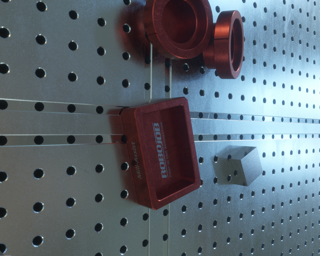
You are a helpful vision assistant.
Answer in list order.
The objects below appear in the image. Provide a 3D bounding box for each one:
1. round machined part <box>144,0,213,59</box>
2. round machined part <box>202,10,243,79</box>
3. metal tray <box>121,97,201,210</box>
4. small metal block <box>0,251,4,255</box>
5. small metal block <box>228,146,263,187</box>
[{"bbox_3d":[0.020,-0.140,0.409,0.099,0.042,0.097,-5,99,-34],"label":"round machined part"},{"bbox_3d":[0.093,-0.122,0.460,0.098,0.042,0.097,4,90,-64],"label":"round machined part"},{"bbox_3d":[0.005,0.030,0.409,0.091,0.030,0.129,-17,101,-39],"label":"metal tray"},{"bbox_3d":[-0.162,0.119,0.257,0.050,0.050,0.025,2,89,-40],"label":"small metal block"},{"bbox_3d":[0.148,0.065,0.533,0.050,0.025,0.050,-29,108,-36],"label":"small metal block"}]
